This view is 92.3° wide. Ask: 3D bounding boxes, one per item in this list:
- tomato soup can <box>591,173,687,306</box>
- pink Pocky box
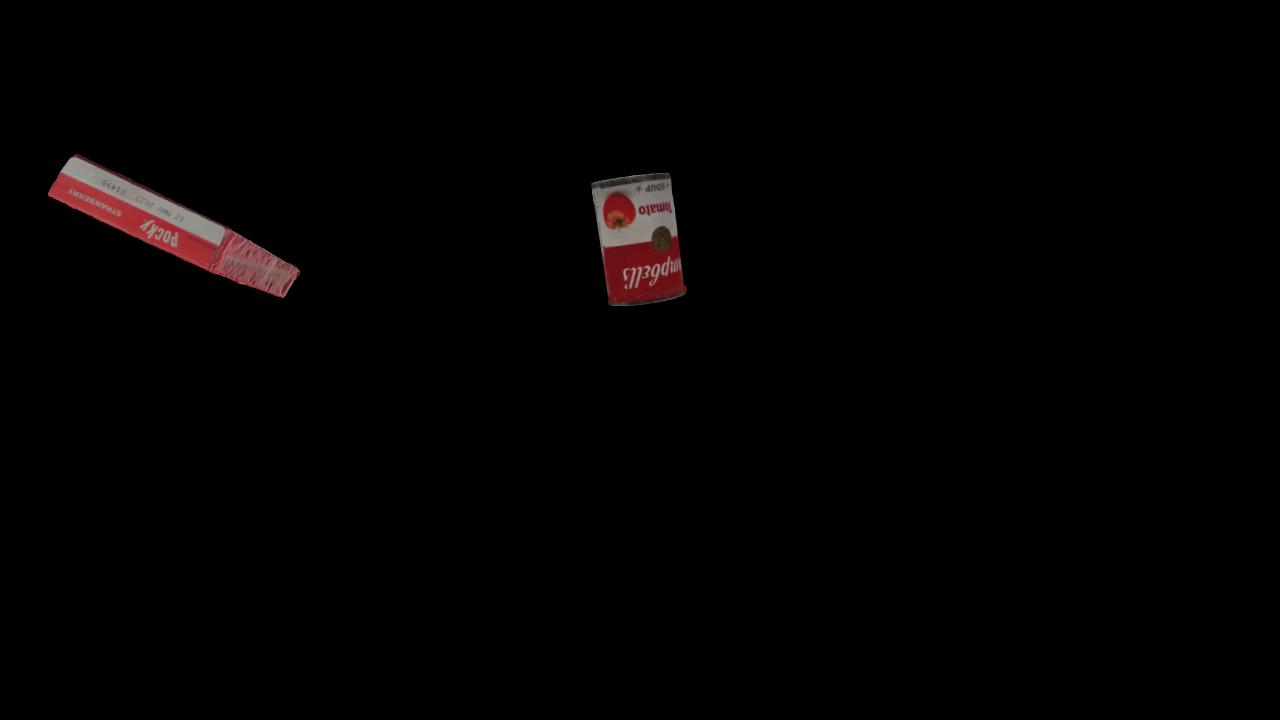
[{"bbox_3d":[-0.001,-0.101,0.515,0.068,0.101,0.068,-8,13,2],"label":"tomato soup can"},{"bbox_3d":[-0.289,-0.079,0.404,0.084,0.029,0.155,28,-8,-14],"label":"pink Pocky box"}]
